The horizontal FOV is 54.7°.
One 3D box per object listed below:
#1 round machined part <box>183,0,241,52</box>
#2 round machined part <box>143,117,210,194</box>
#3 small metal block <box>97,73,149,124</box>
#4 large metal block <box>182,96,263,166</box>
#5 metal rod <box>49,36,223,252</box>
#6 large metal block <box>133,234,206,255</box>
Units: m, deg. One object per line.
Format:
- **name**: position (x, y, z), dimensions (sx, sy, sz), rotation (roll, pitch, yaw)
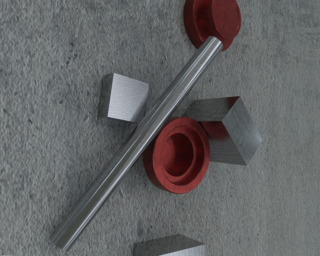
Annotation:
- **round machined part**: position (0.084, -0.164, 0.464), dimensions (0.099, 0.042, 0.097), rotation (0, 90, -40)
- **round machined part**: position (0.017, 0.034, 0.407), dimensions (0.099, 0.042, 0.097), rotation (-1, 92, -39)
- **small metal block**: position (-0.043, -0.033, 0.368), dimensions (0.050, 0.025, 0.050), rotation (12, 83, -39)
- **large metal block**: position (0.085, 0.004, 0.440), dimensions (0.050, 0.080, 0.080), rotation (-50, 120, -29)
- **metal rod**: position (-0.017, 0.005, 0.360), dimensions (0.025, 0.025, 0.300), rotation (47, 71, -30)
- **large metal block**: position (0.011, 0.189, 0.398), dimensions (0.081, 0.050, 0.080), rotation (6, 86, -40)
